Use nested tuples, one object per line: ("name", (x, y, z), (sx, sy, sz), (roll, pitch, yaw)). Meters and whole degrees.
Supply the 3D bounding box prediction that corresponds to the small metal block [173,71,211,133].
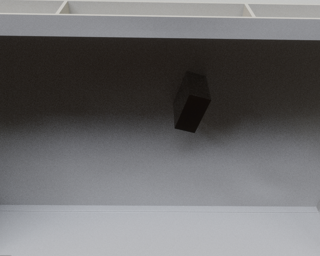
("small metal block", (0.036, -0.031, 0.366), (0.025, 0.050, 0.050), (13, 129, -11))
